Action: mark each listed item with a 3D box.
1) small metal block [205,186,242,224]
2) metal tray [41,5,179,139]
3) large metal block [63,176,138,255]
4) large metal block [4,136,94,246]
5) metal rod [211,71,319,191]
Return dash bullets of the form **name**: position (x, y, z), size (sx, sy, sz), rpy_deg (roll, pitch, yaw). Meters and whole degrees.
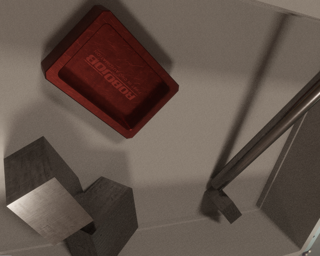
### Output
- **small metal block**: position (0.110, 0.130, 0.536), size (0.025, 0.050, 0.050), rpy_deg (-39, 130, -2)
- **metal tray**: position (-0.050, -0.056, 0.344), size (0.090, 0.030, 0.130), rpy_deg (-46, 130, 4)
- **large metal block**: position (-0.075, 0.125, 0.405), size (0.080, 0.050, 0.079), rpy_deg (-46, 143, -44)
- **large metal block**: position (-0.125, 0.069, 0.348), size (0.050, 0.080, 0.080), rpy_deg (-32, 129, -8)
- **metal rod**: position (0.159, 0.001, 0.428), size (0.025, 0.025, 0.298), rpy_deg (3, 139, -30)
